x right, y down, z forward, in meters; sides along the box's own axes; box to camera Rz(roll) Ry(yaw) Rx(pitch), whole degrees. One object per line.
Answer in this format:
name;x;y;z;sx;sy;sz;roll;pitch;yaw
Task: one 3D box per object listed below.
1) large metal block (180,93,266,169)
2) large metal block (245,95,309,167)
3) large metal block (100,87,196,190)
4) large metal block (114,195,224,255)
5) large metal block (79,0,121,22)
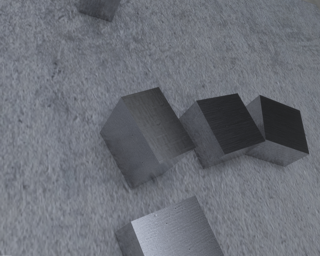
large metal block;0.086;0.003;0.434;0.081;0.050;0.080;-13;69;-34
large metal block;0.175;0.006;0.481;0.081;0.050;0.080;17;55;-19
large metal block;-0.018;0.013;0.352;0.050;0.080;0.080;-21;73;-36
large metal block;0.011;0.126;0.318;0.081;0.050;0.080;-13;69;-34
large metal block;-0.083;-0.221;0.460;0.050;0.080;0.080;11;57;-23
